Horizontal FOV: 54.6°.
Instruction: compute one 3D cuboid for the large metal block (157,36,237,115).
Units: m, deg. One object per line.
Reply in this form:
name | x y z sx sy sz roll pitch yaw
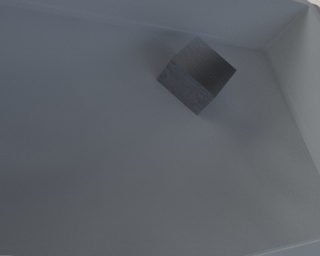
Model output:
large metal block | 0.056 -0.080 0.468 0.080 0.050 0.080 42 51 0
